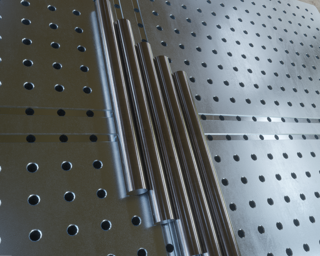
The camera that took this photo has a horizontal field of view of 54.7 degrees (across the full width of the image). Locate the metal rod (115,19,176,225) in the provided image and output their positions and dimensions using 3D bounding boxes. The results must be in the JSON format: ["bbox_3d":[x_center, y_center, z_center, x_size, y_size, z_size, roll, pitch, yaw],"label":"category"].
[{"bbox_3d":[-0.026,-0.026,0.410,0.025,0.025,0.299,1,61,-28],"label":"metal rod"}]

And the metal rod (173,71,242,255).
[{"bbox_3d":[0.059,0.052,0.409,0.025,0.025,0.299,1,61,-28],"label":"metal rod"}]

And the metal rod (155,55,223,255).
[{"bbox_3d":[0.031,0.029,0.408,0.025,0.025,0.299,1,61,-28],"label":"metal rod"}]

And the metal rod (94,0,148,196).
[{"bbox_3d":[-0.057,-0.059,0.414,0.025,0.025,0.299,1,61,-28],"label":"metal rod"}]

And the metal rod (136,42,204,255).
[{"bbox_3d":[0.005,0.010,0.405,0.025,0.025,0.299,1,61,-28],"label":"metal rod"}]
